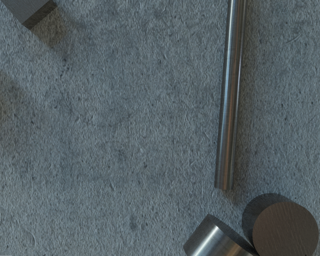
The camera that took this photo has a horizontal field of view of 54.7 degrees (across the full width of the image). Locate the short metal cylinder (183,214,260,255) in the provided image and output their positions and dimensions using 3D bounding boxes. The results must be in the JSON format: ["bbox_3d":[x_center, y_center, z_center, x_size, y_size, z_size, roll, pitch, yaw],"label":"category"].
[{"bbox_3d":[0.076,0.152,0.383,0.080,0.080,0.050,37,90,0],"label":"short metal cylinder"}]

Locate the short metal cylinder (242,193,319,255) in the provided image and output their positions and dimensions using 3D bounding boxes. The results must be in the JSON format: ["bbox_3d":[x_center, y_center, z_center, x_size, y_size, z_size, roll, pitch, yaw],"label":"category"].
[{"bbox_3d":[0.152,0.129,0.399,0.081,0.050,0.079,0,90,0],"label":"short metal cylinder"}]

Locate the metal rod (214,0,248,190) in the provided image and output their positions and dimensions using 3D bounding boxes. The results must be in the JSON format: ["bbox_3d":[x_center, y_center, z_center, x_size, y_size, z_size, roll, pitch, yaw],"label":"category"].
[{"bbox_3d":[0.096,-0.069,0.410,0.025,0.025,0.298,4,90,0],"label":"metal rod"}]

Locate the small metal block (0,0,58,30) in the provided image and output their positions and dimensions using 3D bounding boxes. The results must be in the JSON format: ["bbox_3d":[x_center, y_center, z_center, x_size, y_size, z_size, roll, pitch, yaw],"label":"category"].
[{"bbox_3d":[-0.175,-0.168,0.408,0.050,0.025,0.050,-41,90,0],"label":"small metal block"}]
